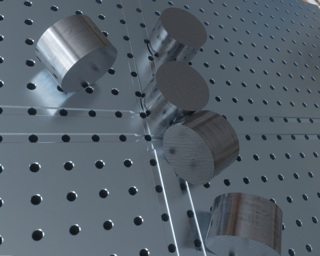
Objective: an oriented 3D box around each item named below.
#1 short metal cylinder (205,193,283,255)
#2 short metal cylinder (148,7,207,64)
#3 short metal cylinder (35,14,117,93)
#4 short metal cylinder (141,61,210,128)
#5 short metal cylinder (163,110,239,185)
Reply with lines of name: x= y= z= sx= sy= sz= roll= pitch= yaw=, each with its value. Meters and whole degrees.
short metal cylinder: x=0.096 y=0.116 z=0.353 sx=0.080 sy=0.080 sz=0.050 roll=28 pitch=52 yaw=-11
short metal cylinder: x=0.027 y=-0.144 z=0.494 sx=0.081 sy=0.050 sz=0.080 roll=14 pitch=56 yaw=-21
short metal cylinder: x=-0.099 y=-0.088 z=0.373 sx=0.081 sy=0.080 sz=0.050 roll=-34 pitch=81 yaw=-38
short metal cylinder: x=0.021 y=-0.045 z=0.431 sx=0.081 sy=0.050 sz=0.080 roll=14 pitch=56 yaw=-21
short metal cylinder: x=0.050 y=0.024 z=0.385 sx=0.050 sy=0.080 sz=0.080 roll=-28 pitch=77 yaw=-37
